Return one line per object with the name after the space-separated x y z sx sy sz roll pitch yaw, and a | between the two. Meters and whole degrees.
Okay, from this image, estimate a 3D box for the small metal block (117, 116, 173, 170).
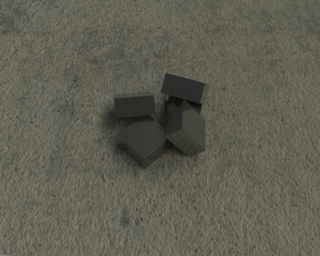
-0.018 0.016 0.391 0.050 0.025 0.050 38 59 27 | small metal block

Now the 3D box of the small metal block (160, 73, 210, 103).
0.034 -0.050 0.397 0.050 0.025 0.050 17 9 13 | small metal block

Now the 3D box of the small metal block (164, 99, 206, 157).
0.032 0.000 0.386 0.025 0.050 0.050 -24 41 31 | small metal block

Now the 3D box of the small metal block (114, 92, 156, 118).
-0.034 -0.032 0.415 0.050 0.025 0.050 -6 13 -6 | small metal block

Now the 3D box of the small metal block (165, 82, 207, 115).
0.037 -0.044 0.442 0.050 0.025 0.050 11 51 8 | small metal block

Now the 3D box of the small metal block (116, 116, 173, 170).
-0.018 0.016 0.391 0.050 0.025 0.050 37 59 27 | small metal block
